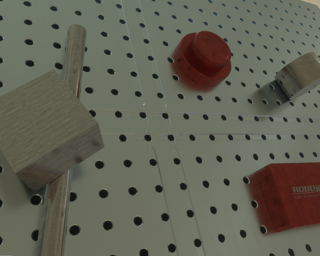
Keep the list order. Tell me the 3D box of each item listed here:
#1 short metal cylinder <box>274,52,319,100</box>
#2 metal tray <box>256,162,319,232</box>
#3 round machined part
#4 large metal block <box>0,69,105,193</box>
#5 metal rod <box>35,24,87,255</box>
[{"bbox_3d":[0.262,-0.095,0.572,0.081,0.080,0.050,-18,71,-35],"label":"short metal cylinder"},{"bbox_3d":[0.214,0.099,0.460,0.131,0.030,0.090,2,61,-27],"label":"metal tray"},{"bbox_3d":[0.078,-0.121,0.513,0.099,0.042,0.098,14,56,-21],"label":"round machined part"},{"bbox_3d":[-0.114,0.001,0.305,0.080,0.050,0.080,-34,67,-20],"label":"large metal block"},{"bbox_3d":[-0.107,-0.004,0.352,0.025,0.025,0.299,11,57,-23],"label":"metal rod"}]
